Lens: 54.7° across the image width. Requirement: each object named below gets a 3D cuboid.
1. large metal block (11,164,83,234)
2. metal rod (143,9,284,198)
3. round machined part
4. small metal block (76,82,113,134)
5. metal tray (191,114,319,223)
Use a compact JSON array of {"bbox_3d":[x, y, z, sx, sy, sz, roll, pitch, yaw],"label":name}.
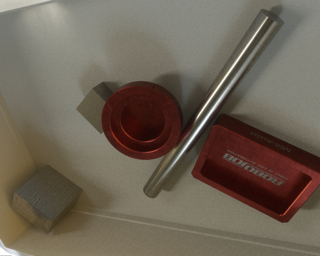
[{"bbox_3d":[-0.201,0.126,0.554,0.080,0.080,0.050,34,129,5],"label":"large metal block"},{"bbox_3d":[0.046,-0.004,0.381,0.025,0.025,0.298,35,129,5],"label":"metal rod"},{"bbox_3d":[-0.020,-0.012,0.389,0.099,0.042,0.097,4,116,8],"label":"round machined part"},{"bbox_3d":[-0.081,-0.027,0.433,0.050,0.025,0.050,46,129,-5],"label":"small metal block"},{"bbox_3d":[0.113,0.050,0.375,0.130,0.030,0.089,26,128,11],"label":"metal tray"}]
